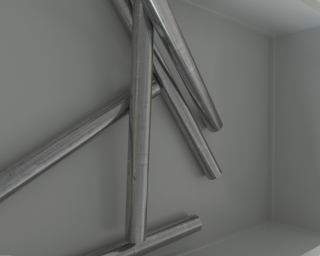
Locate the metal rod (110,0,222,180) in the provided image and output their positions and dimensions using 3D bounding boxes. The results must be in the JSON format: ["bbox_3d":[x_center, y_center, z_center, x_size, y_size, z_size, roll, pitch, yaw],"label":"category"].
[{"bbox_3d":[0.015,-0.048,0.421,0.025,0.025,0.299,-45,117,-31],"label":"metal rod"}]

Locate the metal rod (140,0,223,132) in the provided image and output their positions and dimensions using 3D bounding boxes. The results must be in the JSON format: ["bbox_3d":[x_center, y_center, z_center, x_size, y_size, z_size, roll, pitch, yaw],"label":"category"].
[{"bbox_3d":[0.025,-0.088,0.375,0.025,0.025,0.300,-61,141,-22],"label":"metal rod"}]

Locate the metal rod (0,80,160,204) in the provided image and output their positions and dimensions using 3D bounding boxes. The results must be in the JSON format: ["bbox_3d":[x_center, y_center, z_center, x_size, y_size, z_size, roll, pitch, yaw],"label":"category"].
[{"bbox_3d":[-0.108,0.025,0.316,0.302,0.025,0.025,-38,114,-34],"label":"metal rod"}]

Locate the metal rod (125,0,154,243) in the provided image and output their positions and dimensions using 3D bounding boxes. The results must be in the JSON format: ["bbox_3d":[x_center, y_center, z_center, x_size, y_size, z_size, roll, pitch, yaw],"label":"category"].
[{"bbox_3d":[-0.023,-0.019,0.356,0.025,0.025,0.298,0,93,-40],"label":"metal rod"}]

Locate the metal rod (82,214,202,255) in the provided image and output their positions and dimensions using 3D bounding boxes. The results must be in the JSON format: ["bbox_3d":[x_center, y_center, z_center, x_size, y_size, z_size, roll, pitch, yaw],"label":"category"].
[{"bbox_3d":[-0.063,0.151,0.355,0.302,0.025,0.025,-6,94,-40],"label":"metal rod"}]
